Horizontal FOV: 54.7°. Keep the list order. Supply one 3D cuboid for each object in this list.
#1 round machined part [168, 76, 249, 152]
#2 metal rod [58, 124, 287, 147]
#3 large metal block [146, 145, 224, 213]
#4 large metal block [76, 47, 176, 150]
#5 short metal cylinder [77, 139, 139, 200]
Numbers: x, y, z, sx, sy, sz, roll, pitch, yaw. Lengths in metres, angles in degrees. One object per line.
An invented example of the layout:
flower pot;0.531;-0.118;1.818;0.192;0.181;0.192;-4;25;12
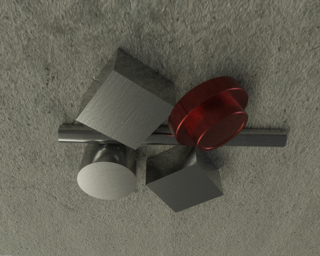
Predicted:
round machined part;0.062;-0.009;0.360;0.099;0.042;0.098;-23;150;-14
metal rod;0.018;0.011;0.420;0.302;0.025;0.025;1;130;-2
large metal block;0.036;0.071;0.453;0.080;0.050;0.080;-26;126;20
large metal block;-0.038;-0.031;0.362;0.080;0.050;0.080;30;124;-23
short metal cylinder;-0.072;0.057;0.440;0.081;0.050;0.079;0;130;0
